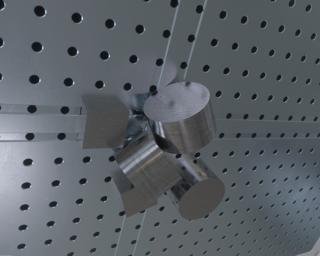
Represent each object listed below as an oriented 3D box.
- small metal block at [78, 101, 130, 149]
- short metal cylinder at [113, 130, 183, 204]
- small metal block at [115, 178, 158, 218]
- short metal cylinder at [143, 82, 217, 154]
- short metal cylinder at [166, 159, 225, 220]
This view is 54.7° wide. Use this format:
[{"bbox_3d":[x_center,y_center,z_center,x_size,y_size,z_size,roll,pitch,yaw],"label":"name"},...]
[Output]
[{"bbox_3d":[-0.068,-0.003,0.372,0.050,0.025,0.050,0,119,-28],"label":"small metal block"},{"bbox_3d":[-0.016,0.049,0.397,0.050,0.080,0.080,-38,129,-4],"label":"short metal cylinder"},{"bbox_3d":[-0.034,0.096,0.453,0.050,0.025,0.050,-20,126,-17],"label":"small metal block"},{"bbox_3d":[0.026,-0.014,0.381,0.080,0.080,0.050,-28,128,-11],"label":"short metal cylinder"},{"bbox_3d":[0.054,0.096,0.484,0.081,0.050,0.079,-14,124,-21],"label":"short metal cylinder"}]
